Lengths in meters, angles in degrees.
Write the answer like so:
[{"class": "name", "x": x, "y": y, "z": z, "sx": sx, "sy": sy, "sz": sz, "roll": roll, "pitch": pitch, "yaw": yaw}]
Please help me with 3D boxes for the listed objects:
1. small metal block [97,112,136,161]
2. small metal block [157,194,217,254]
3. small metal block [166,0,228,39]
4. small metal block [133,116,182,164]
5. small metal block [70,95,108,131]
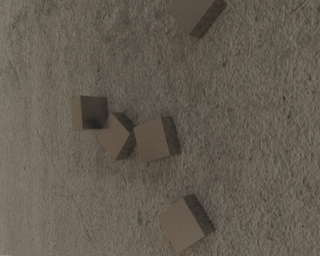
[{"class": "small metal block", "x": -0.060, "y": 0.012, "z": 0.454, "sx": 0.050, "sy": 0.025, "sz": 0.050, "roll": 46, "pitch": 117, "yaw": 30}, {"class": "small metal block", "x": 0.032, "y": 0.117, "z": 0.379, "sx": 0.050, "sy": 0.025, "sz": 0.050, "roll": -46, "pitch": 63, "yaw": 30}, {"class": "small metal block", "x": 0.043, "y": -0.144, "z": 0.369, "sx": 0.050, "sy": 0.025, "sz": 0.050, "roll": -50, "pitch": 61, "yaw": 28}, {"class": "small metal block", "x": -0.004, "y": 0.016, "z": 0.408, "sx": 0.050, "sy": 0.025, "sz": 0.050, "roll": -21, "pitch": 77, "yaw": 38}, {"class": "small metal block", "x": -0.108, "y": -0.022, "z": 0.478, "sx": 0.025, "sy": 0.050, "sz": 0.050, "roll": -9, "pitch": 85, "yaw": 40}]
